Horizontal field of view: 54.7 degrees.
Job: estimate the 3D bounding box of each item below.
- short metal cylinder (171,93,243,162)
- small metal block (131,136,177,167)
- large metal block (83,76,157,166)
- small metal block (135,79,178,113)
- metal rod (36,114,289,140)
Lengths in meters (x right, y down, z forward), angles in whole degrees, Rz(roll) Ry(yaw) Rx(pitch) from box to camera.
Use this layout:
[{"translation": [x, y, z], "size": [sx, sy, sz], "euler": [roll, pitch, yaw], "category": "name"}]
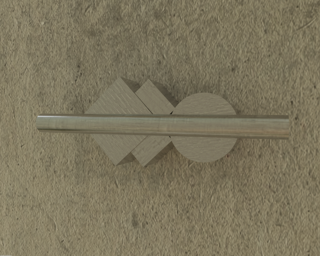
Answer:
[{"translation": [0.057, -0.001, 0.376], "size": [0.080, 0.050, 0.080], "euler": [0, 90, 20], "category": "short metal cylinder"}, {"translation": [-0.002, 0.022, 0.399], "size": [0.050, 0.050, 0.025], "euler": [-44, 77, 15], "category": "small metal block"}, {"translation": [-0.045, -0.009, 0.411], "size": [0.080, 0.050, 0.080], "euler": [-44, 77, 14], "category": "large metal block"}, {"translation": [0.002, -0.033, 0.397], "size": [0.025, 0.050, 0.050], "euler": [-44, 77, 15], "category": "small metal block"}, {"translation": [-0.014, -0.004, 0.360], "size": [0.301, 0.025, 0.025], "euler": [1, 91, 19], "category": "metal rod"}]
